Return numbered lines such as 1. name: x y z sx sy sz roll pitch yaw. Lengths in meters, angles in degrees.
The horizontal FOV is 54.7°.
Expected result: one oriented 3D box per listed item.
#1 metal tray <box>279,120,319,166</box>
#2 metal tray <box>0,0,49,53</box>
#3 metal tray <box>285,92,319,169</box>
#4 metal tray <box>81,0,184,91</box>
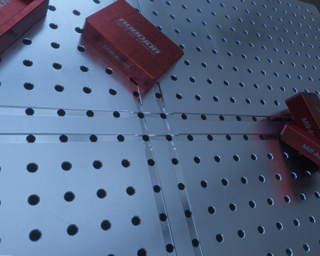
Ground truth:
1. metal tray: 0.277 0.028 0.507 0.091 0.030 0.130 -21 48 -36
2. metal tray: -0.211 -0.149 0.381 0.090 0.030 0.130 31 51 -8
3. metal tray: 0.271 0.002 0.530 0.091 0.030 0.130 -6 69 -49
4. metal tray: -0.038 -0.126 0.463 0.130 0.030 0.090 41 51 -1
